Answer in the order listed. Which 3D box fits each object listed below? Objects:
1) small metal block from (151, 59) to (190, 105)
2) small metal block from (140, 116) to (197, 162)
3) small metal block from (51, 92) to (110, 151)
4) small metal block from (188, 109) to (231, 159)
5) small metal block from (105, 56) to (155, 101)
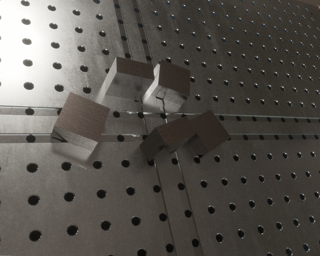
[{"bbox_3d":[0.017,-0.068,0.460,0.050,0.025,0.050,18,55,-19],"label":"small metal block"},{"bbox_3d":[0.010,0.014,0.390,0.050,0.050,0.025,-20,73,-36],"label":"small metal block"},{"bbox_3d":[-0.092,-0.007,0.364,0.050,0.025,0.050,23,53,-15],"label":"small metal block"},{"bbox_3d":[0.064,0.008,0.440,0.050,0.025,0.050,-27,77,-37],"label":"small metal block"},{"bbox_3d":[-0.041,-0.064,0.410,0.050,0.050,0.025,8,58,-25],"label":"small metal block"}]
